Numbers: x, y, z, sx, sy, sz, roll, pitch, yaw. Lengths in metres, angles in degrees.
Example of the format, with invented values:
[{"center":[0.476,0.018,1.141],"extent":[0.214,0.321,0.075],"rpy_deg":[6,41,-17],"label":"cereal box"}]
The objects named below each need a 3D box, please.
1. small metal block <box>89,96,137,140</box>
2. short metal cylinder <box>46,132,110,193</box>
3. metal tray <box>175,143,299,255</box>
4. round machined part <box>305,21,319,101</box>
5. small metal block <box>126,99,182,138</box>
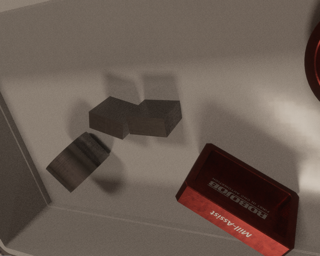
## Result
[{"center":[-0.059,-0.015,0.413],"extent":[0.050,0.050,0.025],"rpy_deg":[19,126,17],"label":"small metal block"},{"center":[-0.122,0.051,0.467],"extent":[0.050,0.080,0.080],"rpy_deg":[46,129,-4],"label":"short metal cylinder"},{"center":[0.094,0.081,0.366],"extent":[0.130,0.090,0.030],"rpy_deg":[31,128,8],"label":"metal tray"},{"center":[0.174,-0.056,0.252],"extent":[0.098,0.042,0.097],"rpy_deg":[42,141,46],"label":"round machined part"},{"center":[-0.006,-0.013,0.386],"extent":[0.050,0.050,0.025],"rpy_deg":[5,120,25],"label":"small metal block"}]
